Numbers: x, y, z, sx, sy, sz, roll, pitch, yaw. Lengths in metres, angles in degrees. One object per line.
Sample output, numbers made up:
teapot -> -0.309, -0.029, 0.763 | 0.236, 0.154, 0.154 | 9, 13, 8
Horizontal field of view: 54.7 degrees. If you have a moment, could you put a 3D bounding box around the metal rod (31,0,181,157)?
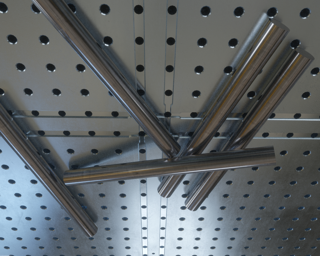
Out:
metal rod -> -0.060, -0.064, 0.355 | 0.025, 0.025, 0.300 | -25, 126, 20

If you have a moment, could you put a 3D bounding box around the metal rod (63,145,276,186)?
metal rod -> 0.002, 0.055, 0.432 | 0.301, 0.025, 0.025 | -8, 130, 17

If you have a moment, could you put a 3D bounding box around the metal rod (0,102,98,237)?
metal rod -> -0.169, 0.081, 0.477 | 0.025, 0.025, 0.299 | -13, 129, 10

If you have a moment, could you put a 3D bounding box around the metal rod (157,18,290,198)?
metal rod -> 0.066, -0.003, 0.410 | 0.025, 0.025, 0.298 | 18, 128, -15

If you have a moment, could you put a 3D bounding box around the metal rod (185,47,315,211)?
metal rod -> 0.107, 0.023, 0.433 | 0.025, 0.025, 0.298 | 16, 128, -14
